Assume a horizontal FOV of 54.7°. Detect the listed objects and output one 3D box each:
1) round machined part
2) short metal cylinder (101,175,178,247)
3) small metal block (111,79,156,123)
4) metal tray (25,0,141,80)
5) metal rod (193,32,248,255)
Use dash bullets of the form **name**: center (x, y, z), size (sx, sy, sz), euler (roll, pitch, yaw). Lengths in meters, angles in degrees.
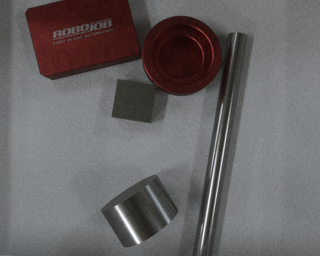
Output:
- **round machined part**: center (0.026, -0.089, 0.400), size (0.099, 0.042, 0.097), euler (0, 86, -4)
- **short metal cylinder**: center (-0.025, 0.101, 0.384), size (0.080, 0.080, 0.050), euler (-32, 90, 0)
- **small metal block**: center (-0.034, -0.035, 0.411), size (0.050, 0.025, 0.050), euler (9, 90, -1)
- **metal tray**: center (-0.098, -0.123, 0.408), size (0.131, 0.030, 0.089), euler (-14, 90, -1)
- **metal rod**: center (0.080, 0.024, 0.412), size (0.025, 0.025, 0.298), euler (9, 90, -1)
